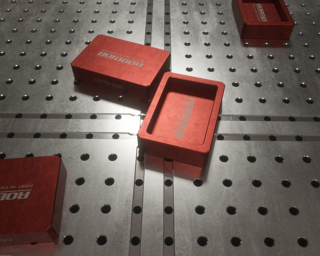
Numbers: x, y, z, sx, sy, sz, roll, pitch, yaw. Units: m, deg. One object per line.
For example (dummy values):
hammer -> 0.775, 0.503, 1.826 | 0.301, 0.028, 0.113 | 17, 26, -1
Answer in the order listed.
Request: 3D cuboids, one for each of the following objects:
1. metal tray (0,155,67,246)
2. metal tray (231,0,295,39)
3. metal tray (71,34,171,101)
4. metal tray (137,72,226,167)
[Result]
metal tray -> -0.175, 0.079, 0.336 | 0.131, 0.030, 0.090 | -4, 50, -4
metal tray -> 0.193, -0.221, 0.592 | 0.091, 0.030, 0.130 | 1, 50, 0
metal tray -> -0.059, -0.098, 0.486 | 0.130, 0.030, 0.090 | 17, 52, 13
metal tray -> 0.032, -0.018, 0.419 | 0.090, 0.030, 0.130 | 13, 51, 10
